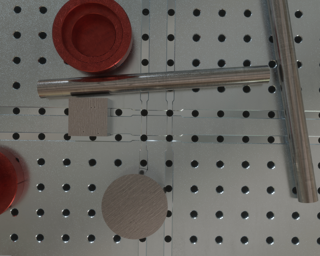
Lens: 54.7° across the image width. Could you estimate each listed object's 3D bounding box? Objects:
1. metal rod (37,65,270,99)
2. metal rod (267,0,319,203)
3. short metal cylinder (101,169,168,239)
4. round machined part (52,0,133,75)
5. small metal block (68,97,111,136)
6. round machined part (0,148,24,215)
[{"bbox_3d":[-0.008,-0.062,0.413,0.302,0.025,0.025,-4,90,0],"label":"metal rod"},{"bbox_3d":[0.175,-0.050,0.414,0.025,0.025,0.298,-9,90,0],"label":"metal rod"},{"bbox_3d":[-0.031,0.095,0.400,0.081,0.050,0.080,0,90,0],"label":"short metal cylinder"},{"bbox_3d":[-0.084,-0.118,0.404,0.099,0.042,0.097,0,90,0],"label":"round machined part"},{"bbox_3d":[-0.093,-0.014,0.412,0.050,0.025,0.050,1,90,0],"label":"small metal block"},{"bbox_3d":[-0.235,0.072,0.403,0.099,0.042,0.097,0,90,0],"label":"round machined part"}]
